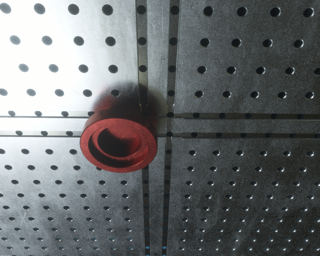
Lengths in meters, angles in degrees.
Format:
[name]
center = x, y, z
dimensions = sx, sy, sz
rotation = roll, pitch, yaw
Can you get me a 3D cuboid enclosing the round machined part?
[round machined part]
center = -0.052, 0.011, 0.409
dimensions = 0.099, 0.042, 0.097
rotation = 0, 130, 0
